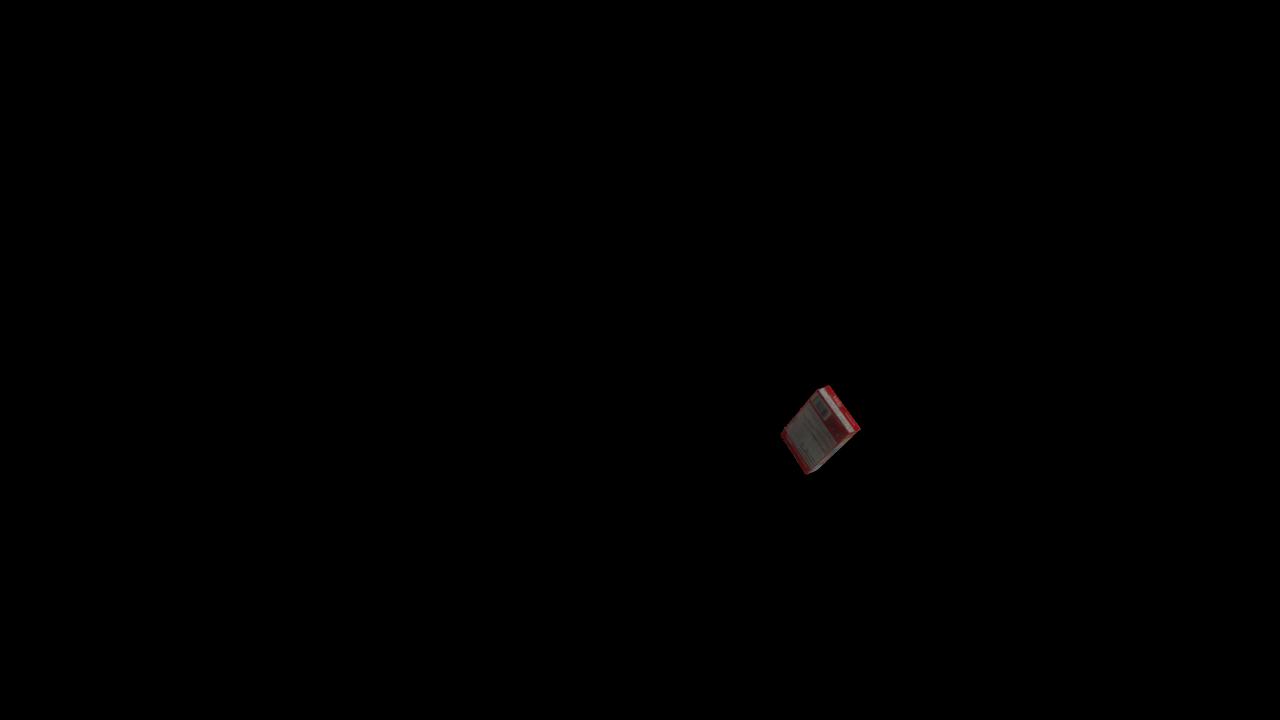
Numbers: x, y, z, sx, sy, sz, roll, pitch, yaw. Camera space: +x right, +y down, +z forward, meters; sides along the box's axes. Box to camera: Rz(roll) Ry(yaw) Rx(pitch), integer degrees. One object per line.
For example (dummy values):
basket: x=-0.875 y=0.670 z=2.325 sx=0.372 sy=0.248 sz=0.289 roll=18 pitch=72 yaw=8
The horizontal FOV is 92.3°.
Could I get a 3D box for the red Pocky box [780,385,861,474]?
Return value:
red Pocky box: x=0.278 y=0.112 z=0.963 sx=0.028 sy=0.083 sz=0.155 roll=-19 pitch=-27 yaw=-23
